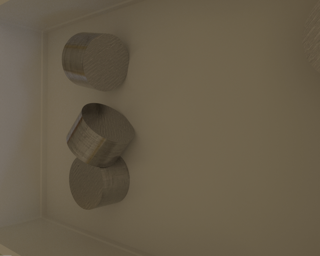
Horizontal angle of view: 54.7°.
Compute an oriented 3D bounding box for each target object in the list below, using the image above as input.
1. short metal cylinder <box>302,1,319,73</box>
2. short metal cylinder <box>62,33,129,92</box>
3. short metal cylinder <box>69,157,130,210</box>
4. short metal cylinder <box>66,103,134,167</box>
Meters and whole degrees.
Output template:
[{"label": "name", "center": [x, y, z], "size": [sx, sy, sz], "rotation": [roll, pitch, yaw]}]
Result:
[{"label": "short metal cylinder", "center": [0.166, -0.074, 0.253], "size": [0.080, 0.050, 0.080], "rotation": [0, 90, 40]}, {"label": "short metal cylinder", "center": [-0.092, -0.096, 0.447], "size": [0.050, 0.081, 0.079], "rotation": [17, 101, 39]}, {"label": "short metal cylinder", "center": [-0.092, 0.078, 0.467], "size": [0.080, 0.050, 0.080], "rotation": [0, 90, 40]}, {"label": "short metal cylinder", "center": [-0.084, 0.009, 0.441], "size": [0.080, 0.081, 0.050], "rotation": [52, 120, 27]}]
